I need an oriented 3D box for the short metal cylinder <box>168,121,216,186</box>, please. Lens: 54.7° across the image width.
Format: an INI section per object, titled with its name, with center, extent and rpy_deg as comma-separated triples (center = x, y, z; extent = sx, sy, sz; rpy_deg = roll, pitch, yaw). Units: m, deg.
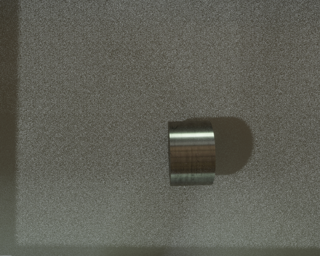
[short metal cylinder]
center = 0.037, 0.031, 0.385
extent = 0.050, 0.080, 0.079
rpy_deg = -2, 90, 0
